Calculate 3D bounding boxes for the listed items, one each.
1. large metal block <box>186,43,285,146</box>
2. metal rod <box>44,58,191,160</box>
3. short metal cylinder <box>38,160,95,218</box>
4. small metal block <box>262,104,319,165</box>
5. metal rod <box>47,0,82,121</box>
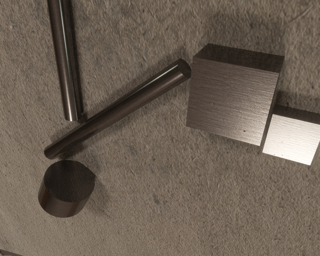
[{"bbox_3d":[0.077,-0.037,0.326,0.080,0.050,0.079,16,125,19],"label":"large metal block"},{"bbox_3d":[-0.079,-0.013,0.438,0.299,0.025,0.025,-27,104,37],"label":"metal rod"},{"bbox_3d":[-0.155,0.100,0.512,0.080,0.080,0.050,36,129,4],"label":"short metal cylinder"},{"bbox_3d":[0.144,0.007,0.335,0.050,0.025,0.050,15,125,19],"label":"small metal block"},{"bbox_3d":[-0.124,-0.142,0.382,0.025,0.025,0.298,15,125,19],"label":"metal rod"}]
